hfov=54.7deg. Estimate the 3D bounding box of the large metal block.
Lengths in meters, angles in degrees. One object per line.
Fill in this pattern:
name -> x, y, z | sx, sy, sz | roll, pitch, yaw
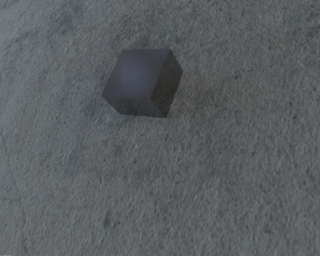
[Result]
large metal block -> -0.023, -0.064, 0.438 | 0.080, 0.050, 0.080 | 7, 65, 30
